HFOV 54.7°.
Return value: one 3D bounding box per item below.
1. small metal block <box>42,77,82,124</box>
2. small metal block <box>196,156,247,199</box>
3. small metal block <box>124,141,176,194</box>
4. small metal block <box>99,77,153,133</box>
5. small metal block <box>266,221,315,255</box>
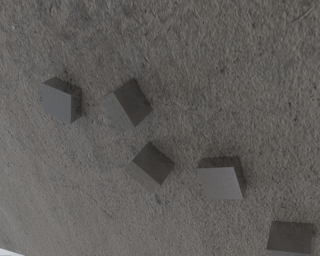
[{"bbox_3d":[-0.144,-0.041,0.458,0.050,0.025,0.050,23,127,14],"label":"small metal block"},{"bbox_3d":[0.081,0.065,0.405,0.050,0.025,0.050,-7,115,31],"label":"small metal block"},{"bbox_3d":[-0.014,0.054,0.431,0.050,0.050,0.025,41,129,0],"label":"small metal block"},{"bbox_3d":[-0.042,-0.030,0.394,0.025,0.050,0.050,-19,108,35],"label":"small metal block"},{"bbox_3d":[0.167,0.147,0.393,0.050,0.050,0.025,-6,116,31],"label":"small metal block"}]
